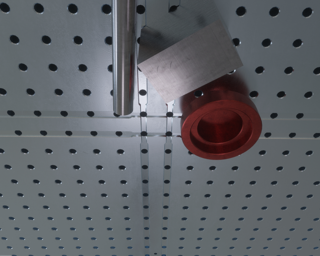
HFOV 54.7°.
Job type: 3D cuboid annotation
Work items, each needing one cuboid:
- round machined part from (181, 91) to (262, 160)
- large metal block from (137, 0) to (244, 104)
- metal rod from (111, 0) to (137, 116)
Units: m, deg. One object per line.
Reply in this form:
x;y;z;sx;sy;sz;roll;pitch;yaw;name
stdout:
0.075;-0.008;0.395;0.099;0.042;0.097;0;130;0;round machined part
0.027;-0.082;0.306;0.080;0.080;0.050;-25;126;20;large metal block
-0.034;-0.136;0.294;0.025;0.025;0.298;4;130;-3;metal rod
